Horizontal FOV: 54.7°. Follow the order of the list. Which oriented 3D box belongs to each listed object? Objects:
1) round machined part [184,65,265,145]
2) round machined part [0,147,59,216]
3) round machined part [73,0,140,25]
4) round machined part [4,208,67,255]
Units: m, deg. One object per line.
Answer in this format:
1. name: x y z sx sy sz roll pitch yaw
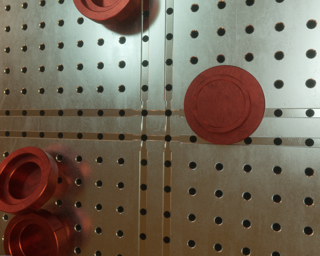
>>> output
1. round machined part: 0.076 -0.028 0.376 0.098 0.042 0.097 0 90 19
2. round machined part: -0.193 0.080 0.456 0.098 0.042 0.098 -8 61 15
3. round machined part: -0.068 -0.191 0.427 0.098 0.042 0.097 0 90 19
4. round machined part: -0.180 0.169 0.465 0.098 0.042 0.097 0 90 19
